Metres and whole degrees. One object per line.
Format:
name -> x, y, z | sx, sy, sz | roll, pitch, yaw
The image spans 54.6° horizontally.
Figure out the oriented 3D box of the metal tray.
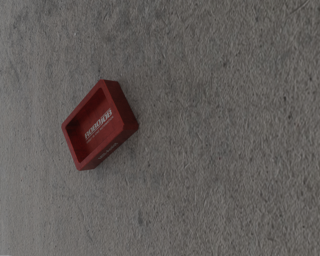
metal tray -> -0.098, -0.002, 0.484 | 0.129, 0.030, 0.090 | -41, 65, 32
